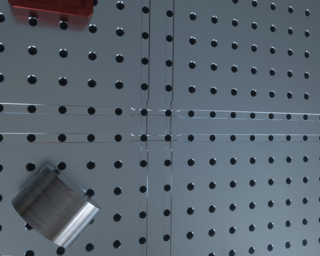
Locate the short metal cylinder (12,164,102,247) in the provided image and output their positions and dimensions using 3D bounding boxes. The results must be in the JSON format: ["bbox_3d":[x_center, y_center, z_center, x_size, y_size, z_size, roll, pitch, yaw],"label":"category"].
[{"bbox_3d":[-0.112,0.084,0.342,0.080,0.080,0.050,44,76,-15],"label":"short metal cylinder"}]

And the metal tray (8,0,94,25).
[{"bbox_3d":[-0.125,-0.195,0.363,0.091,0.030,0.129,1,90,-20],"label":"metal tray"}]
